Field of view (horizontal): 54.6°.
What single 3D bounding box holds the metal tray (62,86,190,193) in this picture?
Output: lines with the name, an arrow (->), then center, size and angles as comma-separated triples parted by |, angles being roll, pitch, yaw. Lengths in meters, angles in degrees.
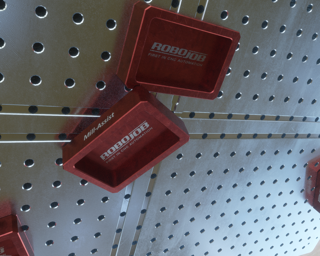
metal tray -> -0.041, 0.020, 0.375 | 0.130, 0.030, 0.090 | -38, 131, 16

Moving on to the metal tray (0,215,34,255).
metal tray -> -0.234, 0.170, 0.384 | 0.131, 0.030, 0.089 | -17, 125, -19

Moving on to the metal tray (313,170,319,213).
metal tray -> 0.400, 0.133, 0.706 | 0.091, 0.030, 0.129 | -24, 127, -13

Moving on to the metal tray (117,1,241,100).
metal tray -> 0.024, -0.086, 0.367 | 0.131, 0.030, 0.089 | 4, 116, -30
